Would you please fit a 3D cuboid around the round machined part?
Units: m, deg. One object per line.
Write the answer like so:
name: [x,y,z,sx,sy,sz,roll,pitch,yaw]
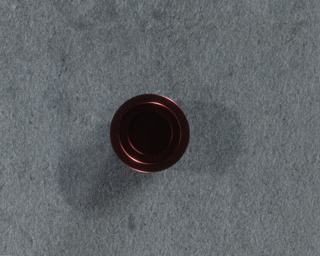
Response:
round machined part: [-0.013,0.006,0.401,0.099,0.042,0.097,0,90,-1]
